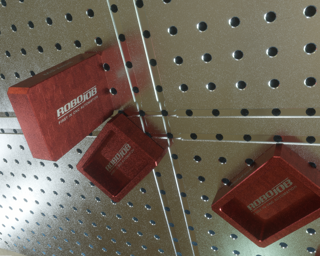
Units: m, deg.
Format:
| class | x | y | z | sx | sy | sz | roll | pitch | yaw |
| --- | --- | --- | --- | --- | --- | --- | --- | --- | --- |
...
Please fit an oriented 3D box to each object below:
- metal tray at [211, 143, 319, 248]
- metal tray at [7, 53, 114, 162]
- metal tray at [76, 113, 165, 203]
| class | x | y | z | sx | sy | sz | roll | pitch | yaw |
| --- | --- | --- | --- | --- | --- | --- | --- | --- | --- |
| metal tray | 0.138 | 0.089 | 0.389 | 0.090 | 0.030 | 0.129 | 38 | 129 | 1 |
| metal tray | -0.112 | -0.031 | 0.381 | 0.030 | 0.131 | 0.089 | 4 | 120 | 26 |
| metal tray | -0.063 | 0.049 | 0.469 | 0.090 | 0.030 | 0.129 | 41 | 129 | -1 |
